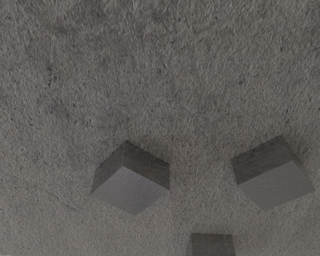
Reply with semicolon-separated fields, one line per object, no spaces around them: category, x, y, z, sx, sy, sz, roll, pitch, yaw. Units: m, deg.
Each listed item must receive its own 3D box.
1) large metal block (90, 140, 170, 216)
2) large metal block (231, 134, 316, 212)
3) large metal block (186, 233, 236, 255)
large metal block;-0.043;0.075;0.454;0.080;0.050;0.080;32;123;-25
large metal block;0.163;0.067;0.450;0.080;0.050;0.080;-32;124;24
large metal block;0.096;0.251;0.606;0.081;0.050;0.079;3;130;-3
